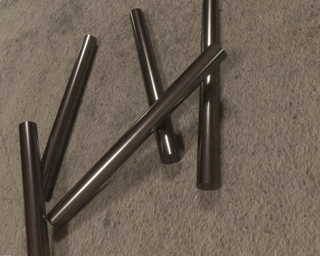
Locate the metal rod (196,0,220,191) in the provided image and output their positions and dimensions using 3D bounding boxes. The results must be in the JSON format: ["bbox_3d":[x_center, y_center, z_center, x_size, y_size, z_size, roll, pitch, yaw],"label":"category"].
[{"bbox_3d":[0.065,-0.066,0.409,0.025,0.025,0.299,-8,58,23],"label":"metal rod"}]

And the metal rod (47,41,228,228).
[{"bbox_3d":[-0.032,0.013,0.384,0.300,0.025,0.025,-46,51,6],"label":"metal rod"}]

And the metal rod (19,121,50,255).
[{"bbox_3d":[-0.154,0.121,0.386,0.025,0.025,0.299,-26,60,12],"label":"metal rod"}]

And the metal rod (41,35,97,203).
[{"bbox_3d":[-0.149,-0.031,0.498,0.025,0.025,0.299,-5,59,25],"label":"metal rod"}]

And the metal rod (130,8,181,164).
[{"bbox_3d":[-0.014,-0.081,0.459,0.025,0.025,0.299,-23,53,14],"label":"metal rod"}]
